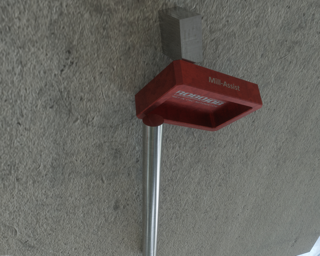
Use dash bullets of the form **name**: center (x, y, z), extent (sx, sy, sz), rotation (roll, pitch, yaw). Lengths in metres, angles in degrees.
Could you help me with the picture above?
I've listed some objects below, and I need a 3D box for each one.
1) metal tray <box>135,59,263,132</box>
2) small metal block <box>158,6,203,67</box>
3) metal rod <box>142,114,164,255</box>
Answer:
- **metal tray**: center (0.047, -0.033, 0.378), extent (0.131, 0.030, 0.090), rotation (9, 153, -33)
- **small metal block**: center (0.022, -0.102, 0.341), extent (0.025, 0.050, 0.050), rotation (-19, 126, -17)
- **metal rod**: center (-0.013, 0.109, 0.449), extent (0.025, 0.025, 0.298), rotation (-14, 131, -21)
